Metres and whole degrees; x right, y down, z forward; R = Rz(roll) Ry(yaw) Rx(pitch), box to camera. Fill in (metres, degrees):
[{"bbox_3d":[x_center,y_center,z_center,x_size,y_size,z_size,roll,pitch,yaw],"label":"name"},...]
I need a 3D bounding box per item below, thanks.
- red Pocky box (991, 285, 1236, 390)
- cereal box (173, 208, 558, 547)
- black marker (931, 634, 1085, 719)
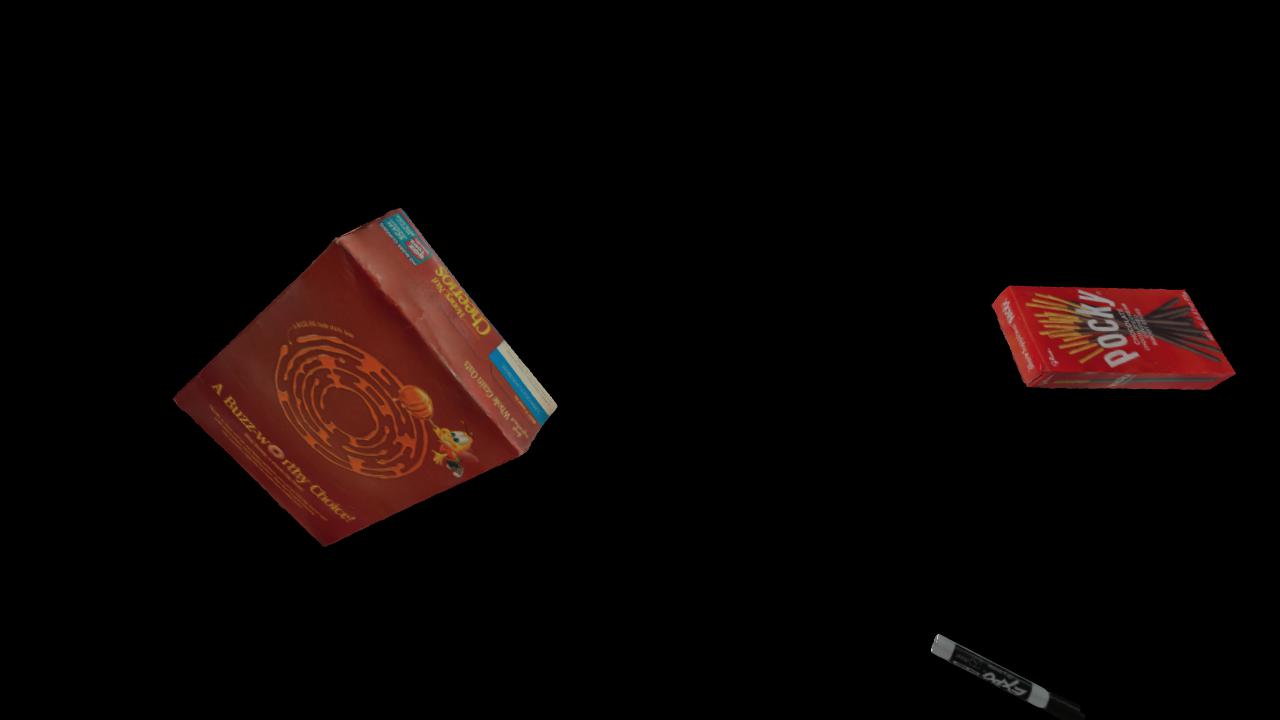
[{"bbox_3d":[0.368,-0.018,0.482,0.155,0.083,0.028,1,-31,-5],"label":"red Pocky box"},{"bbox_3d":[-0.246,0.036,0.539,0.306,0.203,0.081,-28,18,30],"label":"cereal box"},{"bbox_3d":[0.323,0.283,0.545,0.121,0.020,0.020,22,10,24],"label":"black marker"}]
